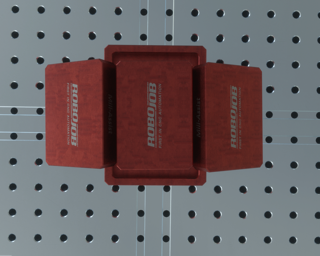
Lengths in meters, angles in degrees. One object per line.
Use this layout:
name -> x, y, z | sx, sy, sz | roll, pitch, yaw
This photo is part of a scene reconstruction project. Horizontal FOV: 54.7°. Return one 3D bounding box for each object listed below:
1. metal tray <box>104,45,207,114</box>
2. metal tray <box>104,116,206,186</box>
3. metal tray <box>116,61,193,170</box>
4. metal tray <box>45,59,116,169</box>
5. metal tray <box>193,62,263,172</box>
metal tray -> -0.006, -0.061, 0.410 | 0.131, 0.030, 0.089 | 0, 90, -1
metal tray -> -0.006, 0.029, 0.411 | 0.131, 0.030, 0.089 | 0, 90, -1
metal tray -> -0.006, -0.015, 0.380 | 0.091, 0.030, 0.129 | 0, 90, -1
metal tray -> -0.101, -0.017, 0.392 | 0.090, 0.030, 0.129 | 0, 90, 25
metal tray -> 0.086, -0.013, 0.393 | 0.091, 0.030, 0.129 | -1, 90, -28
